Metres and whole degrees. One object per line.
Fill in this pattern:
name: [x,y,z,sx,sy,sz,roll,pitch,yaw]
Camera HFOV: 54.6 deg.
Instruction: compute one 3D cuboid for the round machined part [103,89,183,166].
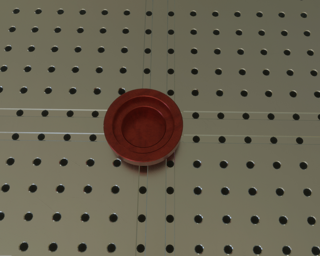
round machined part: [-0.021,0.002,0.402,0.099,0.042,0.098,0,70,0]
